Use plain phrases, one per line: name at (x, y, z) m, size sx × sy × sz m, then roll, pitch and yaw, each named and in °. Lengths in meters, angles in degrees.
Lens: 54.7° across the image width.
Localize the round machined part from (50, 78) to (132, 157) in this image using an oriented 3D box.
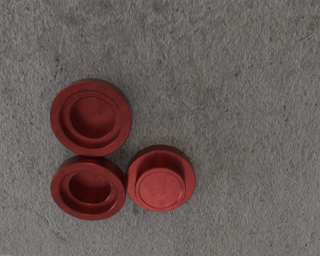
round machined part at (-0.084, -0.016, 0.394) m, size 0.099 × 0.042 × 0.097 m, roll 0°, pitch 110°, yaw 0°

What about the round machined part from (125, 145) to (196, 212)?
round machined part at (0.000, 0.076, 0.428) m, size 0.099 × 0.042 × 0.097 m, roll 0°, pitch 110°, yaw 0°

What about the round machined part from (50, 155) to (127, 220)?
round machined part at (-0.093, 0.076, 0.423) m, size 0.099 × 0.042 × 0.097 m, roll 1°, pitch 119°, yaw 1°
